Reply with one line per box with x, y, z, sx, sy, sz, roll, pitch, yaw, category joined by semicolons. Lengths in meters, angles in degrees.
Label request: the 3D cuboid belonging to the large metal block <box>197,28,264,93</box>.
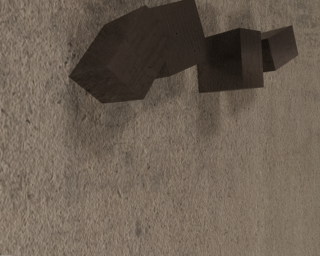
0.101;-0.095;0.456;0.050;0.080;0.079;-8;96;-40;large metal block

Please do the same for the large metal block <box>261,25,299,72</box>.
0.167;-0.126;0.512;0.081;0.080;0.050;-32;111;-36;large metal block

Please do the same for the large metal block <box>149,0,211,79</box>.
0.011;-0.114;0.400;0.081;0.050;0.080;-30;109;-36;large metal block

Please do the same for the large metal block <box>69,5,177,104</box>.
-0.041;-0.075;0.336;0.050;0.080;0.080;41;65;-33;large metal block
